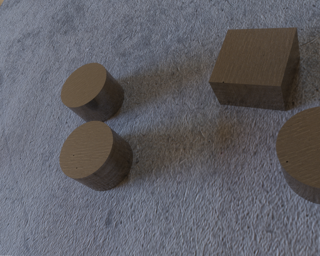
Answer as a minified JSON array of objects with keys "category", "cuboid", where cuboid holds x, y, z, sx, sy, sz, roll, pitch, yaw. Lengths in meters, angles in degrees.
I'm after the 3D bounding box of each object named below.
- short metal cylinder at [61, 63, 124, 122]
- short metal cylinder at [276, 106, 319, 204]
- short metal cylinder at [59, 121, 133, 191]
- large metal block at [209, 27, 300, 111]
[{"category":"short metal cylinder","cuboid":[-0.102,-0.052,0.474,0.080,0.050,0.080,-13,56,21]},{"category":"short metal cylinder","cuboid":[0.155,0.026,0.291,0.080,0.050,0.080,-13,56,21]},{"category":"short metal cylinder","cuboid":[-0.083,0.037,0.409,0.080,0.050,0.080,-13,56,21]},{"category":"large metal block","cuboid":[0.115,-0.071,0.371,0.080,0.050,0.080,9,66,32]}]
